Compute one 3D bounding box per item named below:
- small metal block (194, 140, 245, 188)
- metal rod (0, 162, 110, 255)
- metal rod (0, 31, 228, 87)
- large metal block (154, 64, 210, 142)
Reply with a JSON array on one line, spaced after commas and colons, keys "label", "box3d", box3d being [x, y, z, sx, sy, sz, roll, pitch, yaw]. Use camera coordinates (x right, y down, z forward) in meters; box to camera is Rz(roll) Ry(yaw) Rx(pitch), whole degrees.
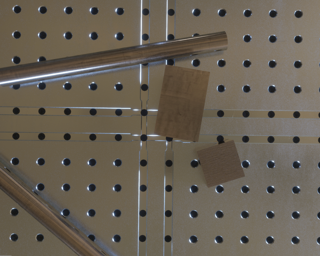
[{"label": "small metal block", "box3d": [0.079, 0.046, 0.414, 0.050, 0.025, 0.050, -17, 90, 0]}, {"label": "metal rod", "box3d": [-0.172, 0.097, 0.411, 0.300, 0.025, 0.025, 41, 90, 0]}, {"label": "metal rod", "box3d": [-0.062, -0.092, 0.412, 0.302, 0.025, 0.025, -9, 90, 0]}, {"label": "large metal block", "box3d": [0.025, -0.028, 0.386, 0.050, 0.080, 0.080, 10, 90, 0]}]
